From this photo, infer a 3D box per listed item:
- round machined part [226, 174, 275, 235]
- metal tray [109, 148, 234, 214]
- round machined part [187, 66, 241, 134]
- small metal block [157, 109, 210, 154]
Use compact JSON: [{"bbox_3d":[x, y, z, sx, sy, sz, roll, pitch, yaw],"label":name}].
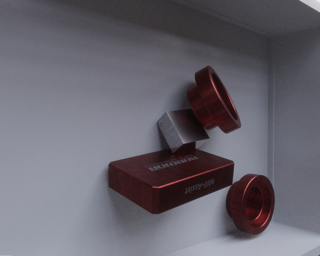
[{"bbox_3d":[0.149,0.126,0.524,0.099,0.042,0.097,0,90,-40],"label":"round machined part"},{"bbox_3d":[0.015,0.056,0.376,0.131,0.090,0.030,-9,107,-40],"label":"metal tray"},{"bbox_3d":[0.073,-0.035,0.439,0.098,0.042,0.098,49,24,-31],"label":"round machined part"},{"bbox_3d":[0.032,0.003,0.420,0.050,0.025,0.050,-9,62,-40],"label":"small metal block"}]
